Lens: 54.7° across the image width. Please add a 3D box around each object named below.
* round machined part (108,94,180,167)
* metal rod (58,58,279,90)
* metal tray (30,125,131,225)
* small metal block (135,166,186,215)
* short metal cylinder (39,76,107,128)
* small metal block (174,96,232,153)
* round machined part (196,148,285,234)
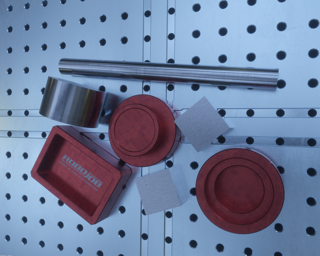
[{"bbox_3d":[-0.026,0.003,0.412,0.098,0.042,0.097,-1,87,19],"label":"round machined part"},{"bbox_3d":[-0.003,-0.075,0.413,0.301,0.025,0.025,7,93,19],"label":"metal rod"},{"bbox_3d":[-0.117,0.065,0.451,0.130,0.030,0.090,32,101,17],"label":"metal tray"},{"bbox_3d":[0.001,0.083,0.412,0.050,0.025,0.050,-20,83,18],"label":"small metal block"},{"bbox_3d":[-0.118,-0.036,0.425,0.080,0.080,0.050,19,96,19],"label":"short metal cylinder"},{"bbox_3d":[0.055,-0.005,0.393,0.050,0.025,0.050,-40,78,15],"label":"small metal block"},{"bbox_3d":[0.095,0.071,0.370,0.098,0.042,0.097,0,90,20],"label":"round machined part"}]
